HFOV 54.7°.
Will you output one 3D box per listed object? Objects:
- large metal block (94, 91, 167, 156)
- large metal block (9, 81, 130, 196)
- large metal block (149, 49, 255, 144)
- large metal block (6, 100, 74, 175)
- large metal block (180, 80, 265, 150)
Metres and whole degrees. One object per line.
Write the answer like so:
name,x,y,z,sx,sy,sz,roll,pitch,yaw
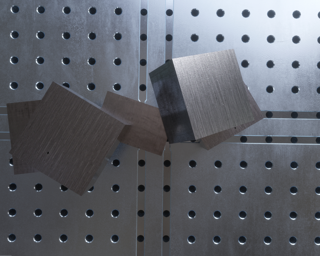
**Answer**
large metal block,-0.029,-0.005,0.385,0.080,0.080,0.050,19,90,-1
large metal block,-0.088,0.010,0.319,0.080,0.050,0.080,31,90,0
large metal block,0.045,-0.034,0.333,0.081,0.050,0.080,-16,91,-29
large metal block,-0.141,0.009,0.384,0.050,0.080,0.079,-6,90,0
large metal block,0.073,-0.027,0.402,0.080,0.050,0.080,-30,90,0
